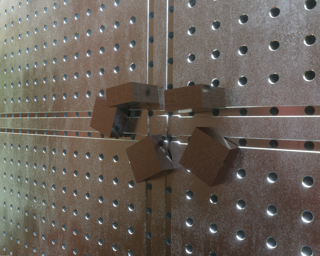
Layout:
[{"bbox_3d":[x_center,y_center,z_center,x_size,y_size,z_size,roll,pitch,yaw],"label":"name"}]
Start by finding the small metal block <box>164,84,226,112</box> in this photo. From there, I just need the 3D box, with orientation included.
[{"bbox_3d":[0.041,-0.033,0.360,0.050,0.050,0.025,-5,87,40],"label":"small metal block"}]

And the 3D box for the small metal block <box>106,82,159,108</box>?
[{"bbox_3d":[-0.038,-0.044,0.425,0.050,0.050,0.025,-7,85,40],"label":"small metal block"}]

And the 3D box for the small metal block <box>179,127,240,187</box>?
[{"bbox_3d":[0.057,0.033,0.363,0.050,0.025,0.050,36,112,34],"label":"small metal block"}]

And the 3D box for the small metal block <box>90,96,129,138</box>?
[{"bbox_3d":[-0.078,-0.017,0.475,0.050,0.025,0.050,25,105,37],"label":"small metal block"}]

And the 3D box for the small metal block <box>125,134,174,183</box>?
[{"bbox_3d":[-0.015,0.042,0.423,0.050,0.025,0.050,-31,71,35],"label":"small metal block"}]
